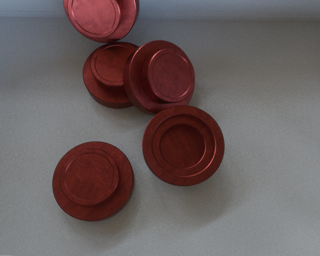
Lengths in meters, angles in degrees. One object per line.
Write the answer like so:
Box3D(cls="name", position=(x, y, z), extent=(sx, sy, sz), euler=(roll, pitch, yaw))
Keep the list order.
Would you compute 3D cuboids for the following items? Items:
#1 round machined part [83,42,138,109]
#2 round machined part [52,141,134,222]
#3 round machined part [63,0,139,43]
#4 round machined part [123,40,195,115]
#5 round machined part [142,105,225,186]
Box3D(cls="round machined part", position=(-0.058, -0.079, 0.429), extent=(0.099, 0.042, 0.098), euler=(0, 70, -1))
Box3D(cls="round machined part", position=(-0.082, 0.062, 0.377), extent=(0.099, 0.042, 0.098), euler=(0, 70, -1))
Box3D(cls="round machined part", position=(-0.079, -0.157, 0.402), extent=(0.099, 0.097, 0.042), euler=(11, 39, 3))
Box3D(cls="round machined part", position=(0.006, -0.065, 0.400), extent=(0.099, 0.042, 0.097), euler=(0, 90, -29))
Box3D(cls="round machined part", position=(0.027, 0.024, 0.388), extent=(0.099, 0.042, 0.098), euler=(1, 78, -3))
